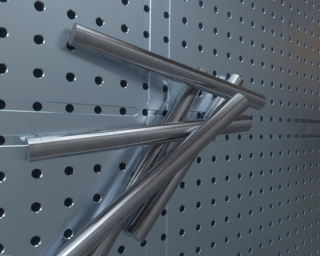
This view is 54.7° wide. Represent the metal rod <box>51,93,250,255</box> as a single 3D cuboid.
[{"bbox_3d":[-0.002,0.056,0.363,0.301,0.025,0.025,-40,116,-17],"label":"metal rod"}]

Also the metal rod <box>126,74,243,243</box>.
[{"bbox_3d":[0.048,0.027,0.451,0.025,0.025,0.301,52,60,-28],"label":"metal rod"}]

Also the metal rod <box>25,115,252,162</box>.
[{"bbox_3d":[-0.001,0.007,0.381,0.303,0.025,0.025,-6,94,-32],"label":"metal rod"}]

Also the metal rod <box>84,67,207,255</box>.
[{"bbox_3d":[-0.010,0.036,0.402,0.025,0.025,0.300,46,63,-31],"label":"metal rod"}]

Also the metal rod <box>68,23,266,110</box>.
[{"bbox_3d":[0.032,-0.071,0.410,0.302,0.025,0.025,13,81,-31],"label":"metal rod"}]
